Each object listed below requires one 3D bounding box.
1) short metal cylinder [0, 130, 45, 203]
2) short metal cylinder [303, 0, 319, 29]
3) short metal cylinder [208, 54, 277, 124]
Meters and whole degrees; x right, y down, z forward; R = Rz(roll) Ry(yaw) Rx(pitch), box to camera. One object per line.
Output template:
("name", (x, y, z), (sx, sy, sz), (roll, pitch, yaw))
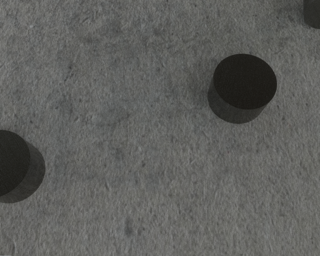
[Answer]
("short metal cylinder", (-0.188, 0.048, 0.375), (0.081, 0.050, 0.080), (0, 70, 0))
("short metal cylinder", (0.253, -0.190, 0.452), (0.080, 0.080, 0.050), (7, 70, 2))
("short metal cylinder", (0.108, -0.052, 0.415), (0.081, 0.050, 0.080), (0, 70, 0))
